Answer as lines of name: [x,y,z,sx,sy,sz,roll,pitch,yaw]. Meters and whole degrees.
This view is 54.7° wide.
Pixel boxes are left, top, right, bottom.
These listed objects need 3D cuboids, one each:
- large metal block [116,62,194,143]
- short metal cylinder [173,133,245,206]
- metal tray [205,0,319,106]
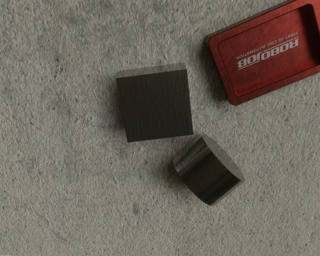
large metal block: [-0.005,-0.033,0.384,0.080,0.050,0.079,-7,110,2]
short metal cylinder: [0.063,0.053,0.401,0.080,0.080,0.050,43,105,-14]
metal tray: [0.131,-0.093,0.373,0.130,0.030,0.090,-22,109,7]
